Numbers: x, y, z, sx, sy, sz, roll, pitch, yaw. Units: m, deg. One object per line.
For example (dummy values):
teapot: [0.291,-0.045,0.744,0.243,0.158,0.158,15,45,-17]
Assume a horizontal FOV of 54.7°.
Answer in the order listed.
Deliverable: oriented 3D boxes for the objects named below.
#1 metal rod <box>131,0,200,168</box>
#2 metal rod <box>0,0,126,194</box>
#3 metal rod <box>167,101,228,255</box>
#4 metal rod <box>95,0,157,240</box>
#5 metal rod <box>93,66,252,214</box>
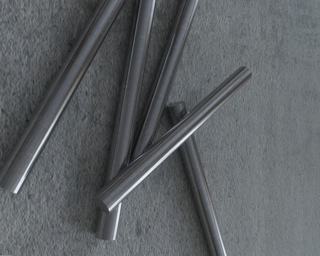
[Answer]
metal rod: [0.014,-0.088,0.417,0.025,0.025,0.299,29,72,-37]
metal rod: [-0.086,-0.074,0.333,0.025,0.025,0.300,37,68,-34]
metal rod: [0.064,0.105,0.461,0.025,0.025,0.298,-28,108,-37]
metal rod: [-0.039,-0.021,0.373,0.025,0.025,0.298,15,81,-39]
metal rod: [0.035,-0.003,0.402,0.302,0.025,0.025,-40,115,-33]
